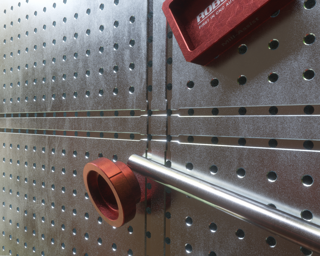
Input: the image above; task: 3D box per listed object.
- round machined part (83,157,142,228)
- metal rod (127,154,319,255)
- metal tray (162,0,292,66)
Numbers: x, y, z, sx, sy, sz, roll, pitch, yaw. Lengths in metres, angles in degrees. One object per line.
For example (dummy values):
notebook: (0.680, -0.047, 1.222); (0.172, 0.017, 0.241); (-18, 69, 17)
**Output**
round machined part: (-0.064, 0.086, 0.437); (0.098, 0.042, 0.097); (28, 130, 40)
metal rod: (0.075, 0.082, 0.347); (0.300, 0.025, 0.025); (17, 101, 38)
metal tray: (0.070, -0.143, 0.348); (0.130, 0.030, 0.090); (-34, 69, 34)
